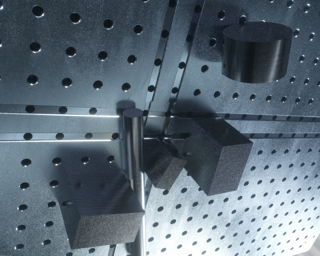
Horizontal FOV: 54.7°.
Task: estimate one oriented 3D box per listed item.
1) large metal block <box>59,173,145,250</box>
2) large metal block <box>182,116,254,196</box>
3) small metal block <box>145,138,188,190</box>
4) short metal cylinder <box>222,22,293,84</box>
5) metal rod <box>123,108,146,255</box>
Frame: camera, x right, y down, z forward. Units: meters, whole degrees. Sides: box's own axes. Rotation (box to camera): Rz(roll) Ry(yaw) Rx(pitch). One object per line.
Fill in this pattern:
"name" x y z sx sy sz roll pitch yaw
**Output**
"large metal block" -0.077 0.102 0.398 0.081 0.080 0.050 6 116 -31
"large metal block" 0.077 0.037 0.442 0.050 0.080 0.079 -4 121 -27
"small metal block" 0.005 0.050 0.430 0.025 0.050 0.050 19 108 -36
"short metal cylinder" 0.118 -0.095 0.383 0.081 0.080 0.050 -18 126 -19
"metal rod" -0.035 0.108 0.460 0.025 0.025 0.298 -13 124 -22
